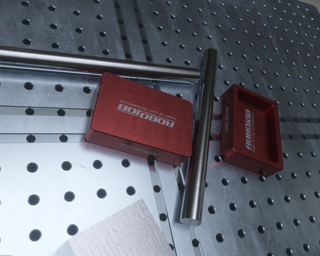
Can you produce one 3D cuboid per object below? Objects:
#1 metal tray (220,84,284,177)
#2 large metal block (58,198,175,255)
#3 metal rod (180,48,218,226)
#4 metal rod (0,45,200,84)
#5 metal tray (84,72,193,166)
[{"bbox_3d":[0.142,0.001,0.482,0.091,0.030,0.130,21,54,-16],"label":"metal tray"},{"bbox_3d":[-0.038,0.127,0.296,0.081,0.050,0.080,-22,74,-36],"label":"large metal block"},{"bbox_3d":[0.062,-0.009,0.448,0.025,0.025,0.300,23,53,-15],"label":"metal rod"},{"bbox_3d":[-0.076,-0.083,0.418,0.303,0.025,0.025,0,62,-28],"label":"metal rod"},{"bbox_3d":[-0.022,-0.011,0.401,0.131,0.030,0.090,17,55,-19],"label":"metal tray"}]
